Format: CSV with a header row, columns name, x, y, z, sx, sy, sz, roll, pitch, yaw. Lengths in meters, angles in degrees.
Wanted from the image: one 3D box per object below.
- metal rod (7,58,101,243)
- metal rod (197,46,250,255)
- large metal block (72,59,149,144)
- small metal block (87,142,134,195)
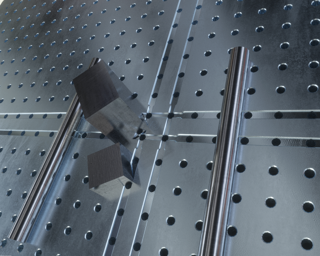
name,x,y,z,sx,sy,sz,roll,pitch,yaw
metal rod,-0.148,0.019,0.472,0.025,0.025,0.300,4,64,30
metal rod,0.073,0.031,0.349,0.025,0.025,0.300,0,62,28
large metal block,-0.067,-0.033,0.427,0.050,0.080,0.080,-33,52,7
small metal block,-0.066,0.054,0.408,0.050,0.025,0.050,-23,53,14
